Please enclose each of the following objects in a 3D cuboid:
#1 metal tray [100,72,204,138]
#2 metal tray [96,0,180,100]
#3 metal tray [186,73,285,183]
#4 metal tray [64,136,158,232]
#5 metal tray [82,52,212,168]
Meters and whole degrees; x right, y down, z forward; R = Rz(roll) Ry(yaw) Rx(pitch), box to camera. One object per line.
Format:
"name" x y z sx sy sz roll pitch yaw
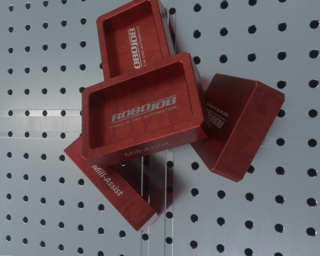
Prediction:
"metal tray" -0.016 -0.024 0.384 0.130 0.090 0.030 -7 132 21
"metal tray" -0.030 -0.101 0.401 0.090 0.030 0.130 -18 68 17
"metal tray" 0.071 -0.009 0.333 0.030 0.130 0.090 24 99 -11
"metal tray" -0.059 0.074 0.397 0.030 0.090 0.130 -43 75 -13
"metal tray" -0.019 -0.018 0.328 0.130 0.030 0.090 -17 60 16
